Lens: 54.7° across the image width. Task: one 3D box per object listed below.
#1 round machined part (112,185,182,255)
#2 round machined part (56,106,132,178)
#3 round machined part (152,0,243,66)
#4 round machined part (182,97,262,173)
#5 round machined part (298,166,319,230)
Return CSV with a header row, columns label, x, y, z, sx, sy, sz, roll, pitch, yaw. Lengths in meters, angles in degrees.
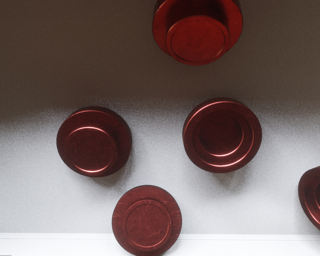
label,x,y,z,sx,sy,sz,roll,pitch,yaw
round machined part,-0.018,0.131,0.432,0.099,0.042,0.097,0,86,-3
round machined part,-0.088,0.023,0.410,0.099,0.042,0.097,0,110,-1
round machined part,0.040,-0.107,0.338,0.099,0.042,0.098,1,146,1
round machined part,0.078,0.006,0.406,0.099,0.042,0.097,0,110,-1
round machined part,0.241,0.096,0.417,0.042,0.098,0.097,-14,112,-22
